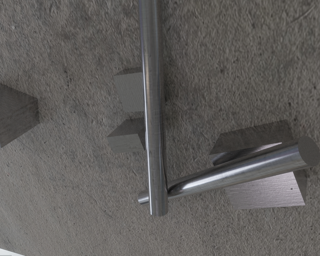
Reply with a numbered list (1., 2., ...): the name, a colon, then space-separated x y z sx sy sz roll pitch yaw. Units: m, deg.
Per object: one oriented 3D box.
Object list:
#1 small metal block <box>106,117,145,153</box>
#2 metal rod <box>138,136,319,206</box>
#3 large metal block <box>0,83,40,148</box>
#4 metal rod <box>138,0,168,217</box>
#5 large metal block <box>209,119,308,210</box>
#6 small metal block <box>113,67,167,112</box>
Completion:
1. small metal block: -0.034 0.008 0.414 0.050 0.050 0.025 -7 115 31
2. metal rod: 0.047 0.064 0.366 0.025 0.025 0.299 48 146 -6
3. large metal block: -0.253 -0.023 0.491 0.080 0.080 0.050 21 126 15
4. metal rod: -0.007 -0.031 0.358 0.025 0.025 0.298 7 112 24
5. large metal block: 0.115 0.044 0.358 0.080 0.050 0.080 -15 111 34
6. small metal block: -0.025 -0.049 0.390 0.050 0.025 0.050 -2 118 29
